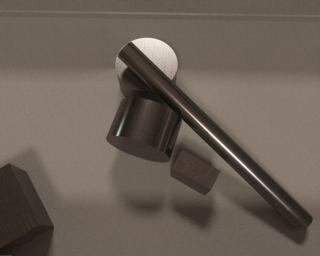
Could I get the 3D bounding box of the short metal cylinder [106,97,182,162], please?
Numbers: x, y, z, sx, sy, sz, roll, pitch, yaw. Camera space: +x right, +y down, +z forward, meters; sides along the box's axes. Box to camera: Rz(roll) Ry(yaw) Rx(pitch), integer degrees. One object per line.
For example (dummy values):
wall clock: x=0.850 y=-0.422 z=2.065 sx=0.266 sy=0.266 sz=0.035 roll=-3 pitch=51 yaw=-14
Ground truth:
short metal cylinder: x=-0.019 y=0.004 z=0.379 sx=0.080 sy=0.080 sz=0.050 roll=17 pitch=71 yaw=6

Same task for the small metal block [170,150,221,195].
small metal block: x=0.041 y=0.056 z=0.377 sx=0.050 sy=0.050 sz=0.025 roll=29 pitch=73 yaw=9

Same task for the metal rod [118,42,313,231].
metal rod: x=0.065 y=0.009 z=0.374 sx=0.300 sy=0.025 sz=0.025 roll=44 pitch=75 yaw=1

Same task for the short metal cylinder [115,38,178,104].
short metal cylinder: x=-0.017 y=-0.075 z=0.424 sx=0.081 sy=0.050 sz=0.080 roll=0 pitch=70 yaw=0

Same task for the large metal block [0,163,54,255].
large metal block: x=-0.185 y=0.100 z=0.358 sx=0.080 sy=0.050 sz=0.080 roll=-31 pitch=73 yaw=-11
